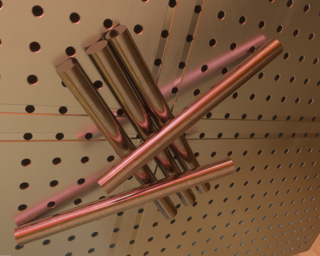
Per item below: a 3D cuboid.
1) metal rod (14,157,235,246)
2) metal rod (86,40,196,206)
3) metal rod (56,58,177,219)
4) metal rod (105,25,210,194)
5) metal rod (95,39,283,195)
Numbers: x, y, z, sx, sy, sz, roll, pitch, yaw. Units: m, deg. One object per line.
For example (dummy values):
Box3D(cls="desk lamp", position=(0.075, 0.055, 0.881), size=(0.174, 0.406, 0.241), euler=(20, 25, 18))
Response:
Box3D(cls="metal rod", position=(-0.040, 0.097, 0.424), size=(0.302, 0.025, 0.025), euler=(-17, 126, -9))
Box3D(cls="metal rod", position=(-0.009, 0.017, 0.418), size=(0.025, 0.025, 0.299), euler=(-34, 129, -6))
Box3D(cls="metal rod", position=(-0.040, 0.037, 0.414), size=(0.025, 0.025, 0.299), euler=(-34, 129, -6))
Box3D(cls="metal rod", position=(0.013, -0.001, 0.419), size=(0.025, 0.025, 0.299), euler=(-35, 129, -5))
Box3D(cls="metal rod", position=(0.046, -0.022, 0.398), size=(0.301, 0.025, 0.025), euler=(-38, 130, -13))
